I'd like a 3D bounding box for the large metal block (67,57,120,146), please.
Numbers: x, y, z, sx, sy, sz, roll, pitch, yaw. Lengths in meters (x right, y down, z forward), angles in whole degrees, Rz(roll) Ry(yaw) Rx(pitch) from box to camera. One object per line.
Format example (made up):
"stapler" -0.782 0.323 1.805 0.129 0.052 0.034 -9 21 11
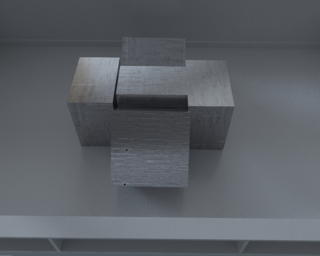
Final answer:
"large metal block" -0.076 -0.033 0.395 0.050 0.080 0.080 1 50 0

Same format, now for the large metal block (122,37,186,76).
"large metal block" -0.007 -0.089 0.435 0.080 0.080 0.050 1 88 1

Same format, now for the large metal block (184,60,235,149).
"large metal block" 0.057 -0.029 0.392 0.050 0.080 0.080 1 50 1

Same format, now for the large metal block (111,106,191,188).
"large metal block" -0.010 0.019 0.343 0.081 0.079 0.050 1 8 -1

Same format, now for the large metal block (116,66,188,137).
"large metal block" -0.009 -0.031 0.394 0.080 0.080 0.050 1 50 0
